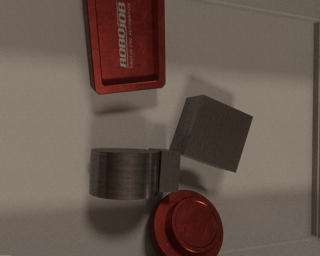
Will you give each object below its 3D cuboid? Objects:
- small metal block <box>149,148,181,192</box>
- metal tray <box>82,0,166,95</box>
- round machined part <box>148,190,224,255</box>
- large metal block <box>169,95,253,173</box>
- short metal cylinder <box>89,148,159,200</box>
[{"bbox_3d":[0.004,0.053,0.400,0.025,0.050,0.050,4,89,-20],"label":"small metal block"},{"bbox_3d":[-0.041,-0.110,0.372,0.091,0.030,0.129,-9,112,-20],"label":"metal tray"},{"bbox_3d":[0.038,0.126,0.396,0.099,0.042,0.098,10,59,-17],"label":"round machined part"},{"bbox_3d":[0.069,0.008,0.424,0.080,0.050,0.080,21,83,-19],"label":"large metal block"},{"bbox_3d":[-0.042,0.051,0.367,0.081,0.080,0.050,2,90,-20],"label":"short metal cylinder"}]
